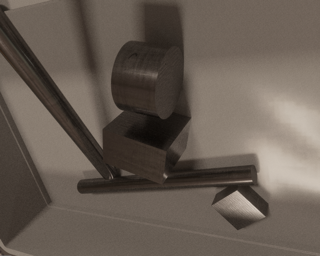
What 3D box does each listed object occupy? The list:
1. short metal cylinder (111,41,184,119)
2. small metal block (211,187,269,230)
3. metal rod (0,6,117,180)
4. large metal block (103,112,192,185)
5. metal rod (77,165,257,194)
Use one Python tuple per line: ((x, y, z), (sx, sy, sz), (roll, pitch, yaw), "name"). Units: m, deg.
((-0.011, -0.054, 0.345), (0.050, 0.080, 0.079), (13, 124, 21), "short metal cylinder")
((0.107, 0.103, 0.416), (0.050, 0.025, 0.050), (43, 129, -2), "small metal block")
((-0.116, -0.015, 0.380), (0.025, 0.025, 0.299), (9, 147, 23), "metal rod")
((-0.015, 0.015, 0.389), (0.080, 0.080, 0.050), (18, 125, 17), "large metal block")
((-0.009, 0.080, 0.461), (0.300, 0.025, 0.025), (-10, 114, 32), "metal rod")
